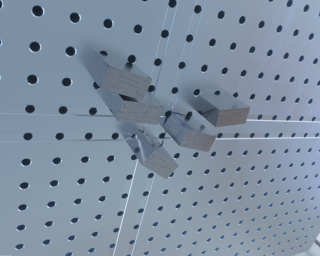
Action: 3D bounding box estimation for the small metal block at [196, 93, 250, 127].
[{"bbox_3d":[0.086,-0.026,0.428,0.050,0.050,0.025,-7,121,-26],"label":"small metal block"}]

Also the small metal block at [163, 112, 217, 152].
[{"bbox_3d":[0.040,0.005,0.422,0.050,0.050,0.025,14,111,-34],"label":"small metal block"}]

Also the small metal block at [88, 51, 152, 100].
[{"bbox_3d":[-0.044,-0.057,0.337,0.050,0.050,0.025,12,112,-34],"label":"small metal block"}]

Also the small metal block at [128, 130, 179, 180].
[{"bbox_3d":[-0.009,0.036,0.414,0.025,0.050,0.050,-48,129,5],"label":"small metal block"}]

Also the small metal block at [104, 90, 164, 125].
[{"bbox_3d":[-0.031,-0.028,0.362,0.050,0.050,0.025,5,116,-31],"label":"small metal block"}]
